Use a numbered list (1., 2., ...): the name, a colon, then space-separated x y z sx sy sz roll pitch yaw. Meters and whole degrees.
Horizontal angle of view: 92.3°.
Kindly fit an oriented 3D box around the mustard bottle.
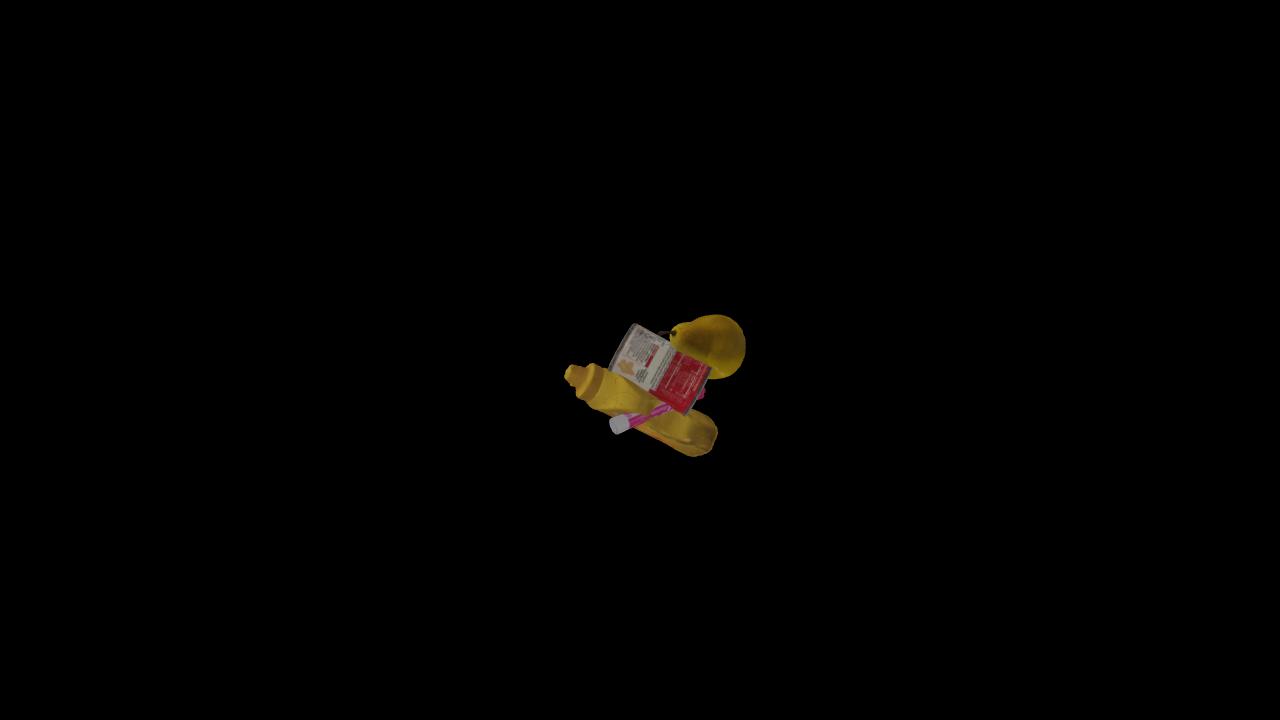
1. mustard bottle: -0.005 0.051 0.705 0.184 0.054 0.092 28 -2 -22

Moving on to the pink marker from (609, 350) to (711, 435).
1. pink marker: 0.022 0.052 0.682 0.121 0.020 0.020 -20 9 -26

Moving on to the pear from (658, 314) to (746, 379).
1. pear: 0.068 -0.022 0.685 0.080 0.080 0.111 0 -17 38

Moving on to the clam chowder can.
1. clam chowder can: 0.023 0.010 0.691 0.102 0.068 0.068 29 1 2
